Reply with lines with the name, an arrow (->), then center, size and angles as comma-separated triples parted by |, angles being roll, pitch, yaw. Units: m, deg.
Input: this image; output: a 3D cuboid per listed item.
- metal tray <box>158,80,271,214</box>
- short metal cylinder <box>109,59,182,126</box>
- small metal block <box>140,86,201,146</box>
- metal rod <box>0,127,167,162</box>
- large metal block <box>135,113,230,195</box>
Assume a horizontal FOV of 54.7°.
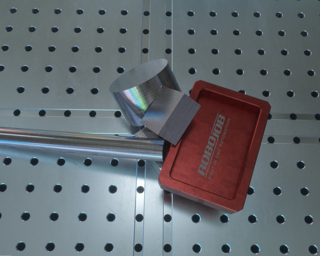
metal tray -> 0.062, 0.019, 0.347 | 0.090, 0.030, 0.130 | 19, 71, 7
short metal cylinder -> -0.017, -0.046, 0.393 | 0.080, 0.080, 0.050 | -33, 116, -12
small metal block -> 0.010, -0.015, 0.340 | 0.025, 0.050, 0.050 | 33, 90, -30
metal rod -> -0.141, 0.015, 0.373 | 0.301, 0.025, 0.025 | 4, 70, 13
large metal block -> 0.026, 0.024, 0.388 | 0.080, 0.050, 0.080 | -34, 74, -12
